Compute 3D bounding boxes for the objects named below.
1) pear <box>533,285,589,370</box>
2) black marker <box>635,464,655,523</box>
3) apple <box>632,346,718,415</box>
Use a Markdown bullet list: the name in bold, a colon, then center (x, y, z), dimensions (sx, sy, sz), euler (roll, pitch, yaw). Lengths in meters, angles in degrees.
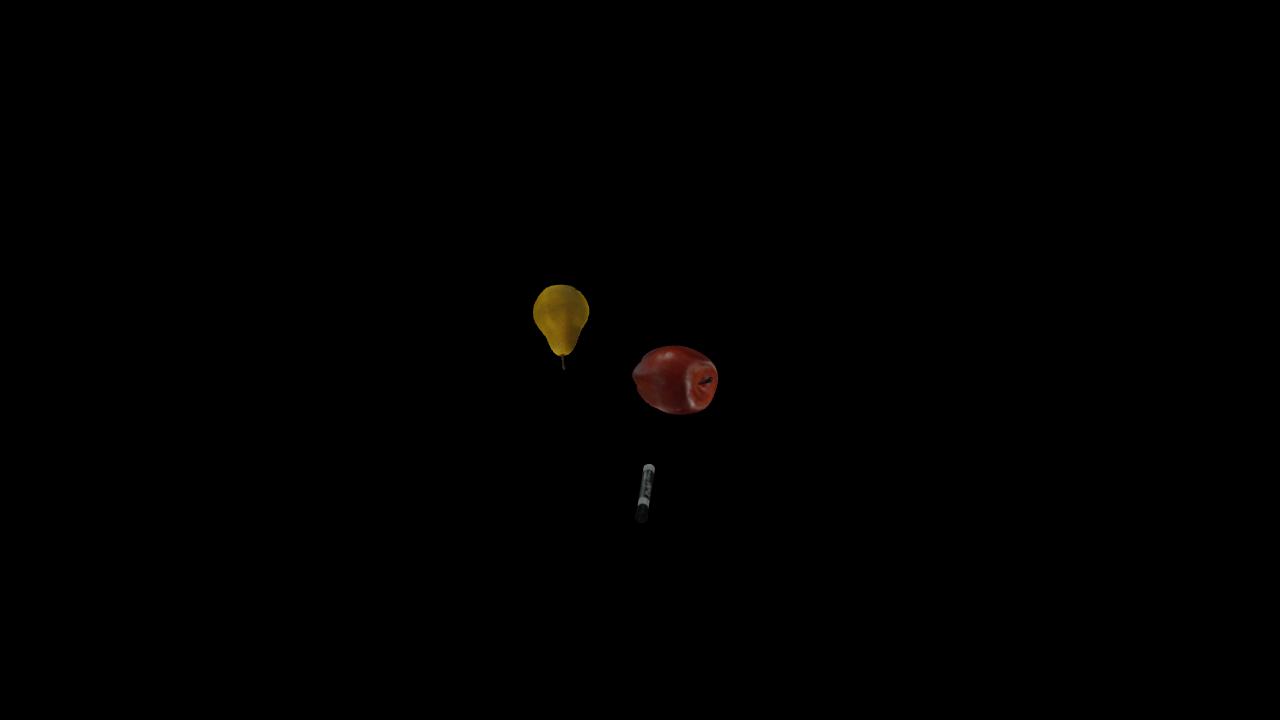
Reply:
- **pear**: center (-0.106, -0.045, 0.825), dimensions (0.080, 0.111, 0.080), euler (-7, -29, -4)
- **black marker**: center (0.008, 0.204, 0.941), dimensions (0.020, 0.020, 0.121), euler (0, 29, 7)
- **apple**: center (0.040, 0.021, 0.669), dimensions (0.093, 0.079, 0.079), euler (6, 4, 40)
